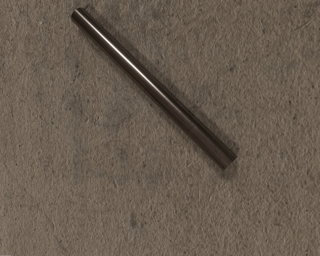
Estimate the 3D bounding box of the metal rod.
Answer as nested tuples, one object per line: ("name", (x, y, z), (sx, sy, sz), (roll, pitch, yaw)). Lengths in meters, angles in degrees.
("metal rod", (-0.016, -0.060, 0.413), (0.300, 0.025, 0.025), (45, 104, 14))
